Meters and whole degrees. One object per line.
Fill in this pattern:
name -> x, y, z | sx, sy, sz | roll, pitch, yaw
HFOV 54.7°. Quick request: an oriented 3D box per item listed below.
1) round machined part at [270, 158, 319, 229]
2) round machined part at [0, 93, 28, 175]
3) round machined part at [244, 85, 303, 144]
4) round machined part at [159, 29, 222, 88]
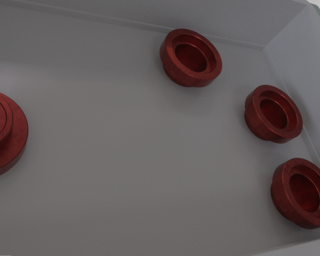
round machined part -> 0.200, 0.095, 0.444 | 0.099, 0.042, 0.098 | 14, 56, -21
round machined part -> -0.180, 0.000, 0.298 | 0.099, 0.042, 0.098 | 14, 56, -21
round machined part -> 0.177, -0.018, 0.501 | 0.099, 0.042, 0.098 | 14, 56, -21
round machined part -> 0.044, -0.103, 0.480 | 0.099, 0.042, 0.098 | 14, 56, -21
